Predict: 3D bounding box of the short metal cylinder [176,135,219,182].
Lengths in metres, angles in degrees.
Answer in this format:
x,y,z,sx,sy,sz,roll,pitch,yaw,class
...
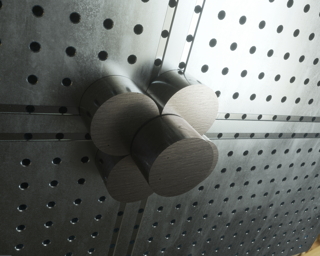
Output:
x,y,z,sx,sy,sz,roll,pitch,yaw,class
0.035,0.038,0.439,0.081,0.050,0.079,-14,125,-21,short metal cylinder

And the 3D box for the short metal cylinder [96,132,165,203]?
x,y,z,sx,sy,sz,roll,pitch,yaw,class
-0.038,0.050,0.406,0.081,0.050,0.079,-14,125,-21,short metal cylinder

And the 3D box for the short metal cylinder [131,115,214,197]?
x,y,z,sx,sy,sz,roll,pitch,yaw,class
0.014,0.032,0.357,0.081,0.050,0.079,-15,126,-21,short metal cylinder

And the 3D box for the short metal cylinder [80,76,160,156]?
x,y,z,sx,sy,sz,roll,pitch,yaw,class
-0.047,-0.015,0.360,0.081,0.050,0.079,-14,125,-21,short metal cylinder

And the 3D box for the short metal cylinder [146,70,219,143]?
x,y,z,sx,sy,sz,roll,pitch,yaw,class
0.026,-0.027,0.393,0.081,0.050,0.079,-14,125,-21,short metal cylinder
